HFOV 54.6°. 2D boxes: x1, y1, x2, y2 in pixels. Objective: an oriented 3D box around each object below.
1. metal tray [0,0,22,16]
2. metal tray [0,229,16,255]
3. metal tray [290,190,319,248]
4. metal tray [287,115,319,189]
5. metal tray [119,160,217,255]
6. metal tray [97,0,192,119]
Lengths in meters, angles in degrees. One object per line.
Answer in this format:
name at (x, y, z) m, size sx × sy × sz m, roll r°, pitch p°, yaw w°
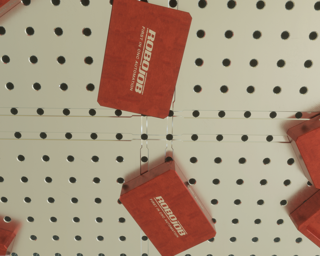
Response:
metal tray at (-0.197, -0.177, 0.343) m, size 0.130 × 0.030 × 0.090 m, roll -31°, pitch 107°, yaw 10°
metal tray at (-0.291, 0.211, 0.486) m, size 0.090 × 0.030 × 0.129 m, roll 20°, pitch 109°, yaw -8°
metal tray at (0.276, 0.148, 0.467) m, size 0.130 × 0.030 × 0.090 m, roll 39°, pitch 105°, yaw -13°
metal tray at (0.253, 0.017, 0.419) m, size 0.130 × 0.030 × 0.090 m, roll -27°, pitch 108°, yaw 9°
metal tray at (0.013, 0.122, 0.456) m, size 0.090 × 0.030 × 0.130 m, roll -29°, pitch 108°, yaw 10°
metal tray at (-0.021, -0.083, 0.380) m, size 0.090 × 0.030 × 0.129 m, roll 12°, pitch 110°, yaw -5°
